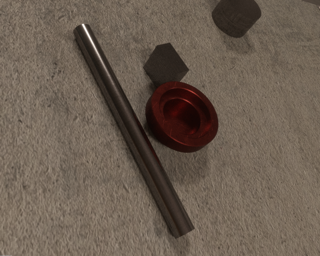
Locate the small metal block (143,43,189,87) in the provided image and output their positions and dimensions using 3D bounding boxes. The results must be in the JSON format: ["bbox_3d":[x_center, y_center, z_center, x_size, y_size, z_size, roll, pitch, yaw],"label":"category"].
[{"bbox_3d":[0.008,-0.085,0.445,0.025,0.050,0.050,-23,75,-37],"label":"small metal block"}]

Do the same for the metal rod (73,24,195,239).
[{"bbox_3d":[-0.040,-0.008,0.388,0.025,0.025,0.299,-17,71,-35],"label":"metal rod"}]

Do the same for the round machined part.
[{"bbox_3d":[0.025,-0.011,0.415,0.099,0.042,0.098,14,56,-21],"label":"round machined part"}]

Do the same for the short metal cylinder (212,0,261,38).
[{"bbox_3d":[0.150,-0.225,0.609,0.081,0.050,0.080,14,56,-21],"label":"short metal cylinder"}]
